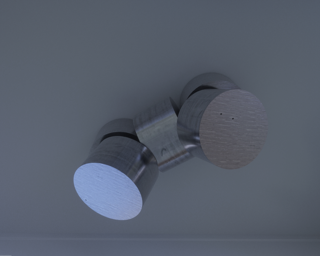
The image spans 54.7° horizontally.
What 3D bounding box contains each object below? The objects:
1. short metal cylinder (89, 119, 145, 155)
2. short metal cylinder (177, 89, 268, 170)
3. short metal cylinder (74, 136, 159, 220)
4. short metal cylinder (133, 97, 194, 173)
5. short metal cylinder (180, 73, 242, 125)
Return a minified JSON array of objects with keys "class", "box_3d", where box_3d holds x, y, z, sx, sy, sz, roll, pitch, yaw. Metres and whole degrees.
[{"class":"short metal cylinder","box_3d":[-0.049,0.033,0.408,0.081,0.050,0.079,0,110,-1]},{"class":"short metal cylinder","box_3d":[0.065,-0.001,0.327,0.081,0.050,0.079,-3,98,-22]},{"class":"short metal cylinder","box_3d":[-0.048,0.056,0.348,0.080,0.050,0.079,11,125,16]},{"class":"short metal cylinder","box_3d":[0.009,0.008,0.383,0.050,0.080,0.080,-28,108,9]},{"class":"short metal cylinder","box_3d":[0.067,-0.025,0.388,0.081,0.050,0.079,0,110,-1]}]
